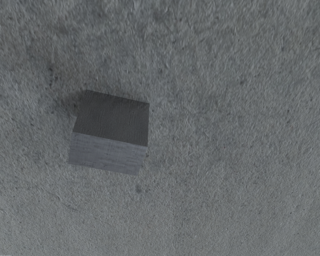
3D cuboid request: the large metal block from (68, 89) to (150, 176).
[{"bbox_3d":[-0.059,0.005,0.374,0.080,0.080,0.050,12,129,-10],"label":"large metal block"}]
